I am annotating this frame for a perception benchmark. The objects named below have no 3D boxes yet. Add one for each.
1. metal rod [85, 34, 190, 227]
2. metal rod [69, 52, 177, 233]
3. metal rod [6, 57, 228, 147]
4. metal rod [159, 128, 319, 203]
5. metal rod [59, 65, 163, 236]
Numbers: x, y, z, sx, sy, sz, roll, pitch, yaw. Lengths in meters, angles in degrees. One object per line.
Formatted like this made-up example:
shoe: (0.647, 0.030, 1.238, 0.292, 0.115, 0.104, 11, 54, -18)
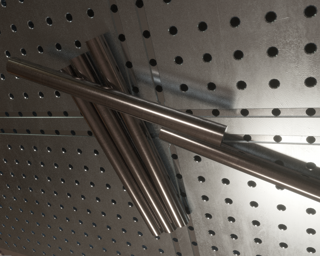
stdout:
metal rod: (-0.024, 0.017, 0.432, 0.025, 0.025, 0.299, -11, 113, 32)
metal rod: (-0.046, 0.033, 0.453, 0.025, 0.025, 0.299, -14, 111, 33)
metal rod: (-0.065, -0.038, 0.386, 0.301, 0.025, 0.025, 19, 126, 16)
metal rod: (0.140, 0.056, 0.371, 0.301, 0.025, 0.025, 21, 126, 15)
metal rod: (-0.066, 0.044, 0.471, 0.025, 0.025, 0.299, -15, 111, 34)
